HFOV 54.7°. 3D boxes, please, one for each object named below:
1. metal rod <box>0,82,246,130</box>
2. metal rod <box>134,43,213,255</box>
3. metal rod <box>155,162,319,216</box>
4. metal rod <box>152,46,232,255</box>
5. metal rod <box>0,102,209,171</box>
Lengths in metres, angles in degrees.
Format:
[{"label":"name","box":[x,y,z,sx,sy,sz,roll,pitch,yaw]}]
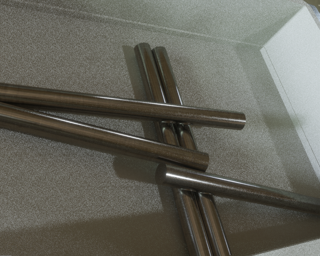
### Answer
[{"label":"metal rod","box":[-0.034,-0.023,0.376,0.302,0.025,0.025,6,59,-18]},{"label":"metal rod","box":[0.010,0.013,0.401,0.025,0.025,0.299,-1,62,-29]},{"label":"metal rod","box":[0.131,0.086,0.402,0.302,0.025,0.025,16,55,-26]},{"label":"metal rod","box":[0.034,0.015,0.412,0.025,0.025,0.299,-1,62,-29]},{"label":"metal rod","box":[-0.088,0.006,0.338,0.302,0.025,0.025,15,56,-14]}]
